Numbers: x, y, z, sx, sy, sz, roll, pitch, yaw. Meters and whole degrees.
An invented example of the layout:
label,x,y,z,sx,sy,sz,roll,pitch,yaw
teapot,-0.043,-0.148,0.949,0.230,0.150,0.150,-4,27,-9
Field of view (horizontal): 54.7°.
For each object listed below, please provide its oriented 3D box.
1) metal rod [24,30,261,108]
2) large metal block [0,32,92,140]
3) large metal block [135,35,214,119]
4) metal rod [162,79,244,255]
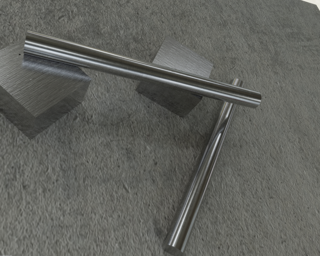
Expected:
label,x,y,z,sx,sy,sz,roll,pitch,yaw
metal rod,-0.002,-0.064,0.379,0.302,0.025,0.025,10,57,-23
large metal block,-0.138,-0.048,0.343,0.080,0.050,0.080,43,51,1
large metal block,0.022,-0.074,0.447,0.080,0.050,0.080,30,52,-10
metal rod,0.071,0.029,0.426,0.025,0.025,0.301,34,51,-6
